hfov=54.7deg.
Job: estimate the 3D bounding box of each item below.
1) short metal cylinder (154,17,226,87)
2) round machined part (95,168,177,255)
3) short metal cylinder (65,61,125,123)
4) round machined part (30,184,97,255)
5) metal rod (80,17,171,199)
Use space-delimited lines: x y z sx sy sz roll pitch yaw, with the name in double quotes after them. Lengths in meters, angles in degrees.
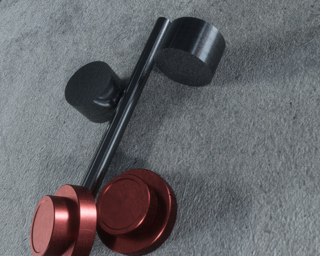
0.039 -0.098 0.407 0.080 0.080 0.050 12 68 33 "short metal cylinder"
-0.033 0.091 0.353 0.098 0.042 0.098 -13 56 20 "round machined part"
-0.095 -0.054 0.469 0.080 0.050 0.080 -13 56 20 "short metal cylinder"
-0.116 0.114 0.358 0.098 0.042 0.098 -23 58 45 "round machined part"
-0.045 -0.041 0.450 0.025 0.025 0.300 8 66 31 "metal rod"
